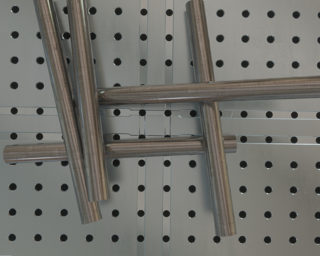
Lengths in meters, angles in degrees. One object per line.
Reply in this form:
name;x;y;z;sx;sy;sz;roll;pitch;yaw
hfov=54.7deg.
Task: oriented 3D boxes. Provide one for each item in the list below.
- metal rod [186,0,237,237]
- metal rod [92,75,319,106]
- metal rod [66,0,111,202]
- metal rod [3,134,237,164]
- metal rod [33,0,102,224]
metal rod;0.063;-0.019;0.394;0.025;0.025;0.298;-6;82;-1
metal rod;0.043;-0.043;0.374;0.301;0.025;0.025;-1;90;15
metal rod;-0.093;-0.061;0.386;0.025;0.025;0.298;-9;80;0
metal rod;-0.051;0.028;0.412;0.302;0.025;0.025;-3;90;-1
metal rod;-0.119;-0.031;0.393;0.025;0.025;0.298;-14;83;0
